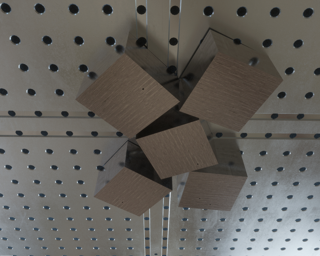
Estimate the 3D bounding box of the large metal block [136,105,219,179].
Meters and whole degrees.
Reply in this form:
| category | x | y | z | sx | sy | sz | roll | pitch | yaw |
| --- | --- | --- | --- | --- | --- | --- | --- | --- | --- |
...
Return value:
| category | x | y | z | sx | sy | sz | roll | pitch | yaw |
| --- | --- | --- | --- | --- | --- | --- | --- | --- | --- |
| large metal block | 0.023 | 0.014 | 0.406 | 0.080 | 0.050 | 0.080 | -18 | 128 | 14 |

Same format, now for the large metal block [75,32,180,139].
| category | x | y | z | sx | sy | sz | roll | pitch | yaw |
| --- | --- | --- | --- | --- | --- | --- | --- | --- | --- |
| large metal block | -0.035 | -0.046 | 0.355 | 0.080 | 0.050 | 0.080 | -36 | 121 | 27 |

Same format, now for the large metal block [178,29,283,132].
| category | x | y | z | sx | sy | sz | roll | pitch | yaw |
| --- | --- | --- | --- | --- | --- | --- | --- | --- | --- |
| large metal block | 0.074 | -0.051 | 0.351 | 0.080 | 0.050 | 0.080 | 18 | 128 | -19 |

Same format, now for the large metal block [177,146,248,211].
| category | x | y | z | sx | sy | sz | roll | pitch | yaw |
| --- | --- | --- | --- | --- | --- | --- | --- | --- | --- |
| large metal block | 0.073 | 0.076 | 0.460 | 0.080 | 0.050 | 0.079 | 6 | 130 | -6 |

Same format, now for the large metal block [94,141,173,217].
| category | x | y | z | sx | sy | sz | roll | pitch | yaw |
| --- | --- | --- | --- | --- | --- | --- | --- | --- | --- |
| large metal block | -0.039 | 0.077 | 0.458 | 0.080 | 0.050 | 0.080 | 31 | 123 | -23 |
